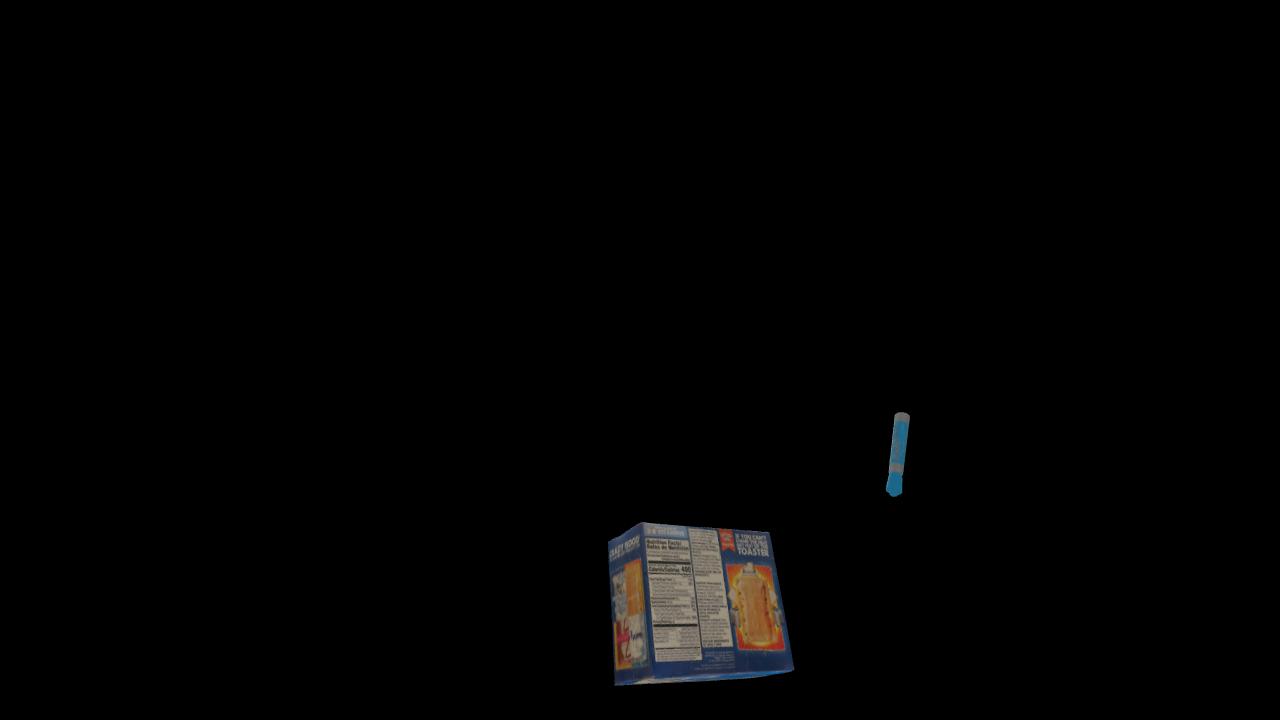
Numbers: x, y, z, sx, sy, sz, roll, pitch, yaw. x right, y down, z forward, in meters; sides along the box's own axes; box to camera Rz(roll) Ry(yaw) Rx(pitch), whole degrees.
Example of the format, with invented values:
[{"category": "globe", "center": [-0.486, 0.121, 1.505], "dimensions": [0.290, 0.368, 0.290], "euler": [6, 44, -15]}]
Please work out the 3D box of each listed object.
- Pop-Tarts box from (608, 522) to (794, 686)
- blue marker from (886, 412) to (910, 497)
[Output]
[{"category": "Pop-Tarts box", "center": [0.059, 0.252, 0.635], "dimensions": [0.167, 0.141, 0.083], "euler": [12, -34, -28]}, {"category": "blue marker", "center": [0.329, 0.119, 0.783], "dimensions": [0.020, 0.121, 0.020], "euler": [16, -36, 12]}]
